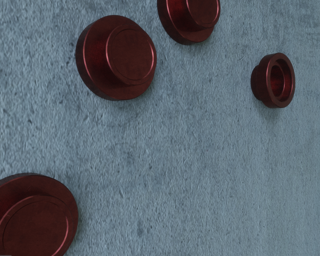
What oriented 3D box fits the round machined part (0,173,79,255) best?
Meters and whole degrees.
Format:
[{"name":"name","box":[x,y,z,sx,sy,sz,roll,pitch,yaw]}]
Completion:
[{"name":"round machined part","box":[-0.122,0.093,0.291,0.099,0.042,0.097,0,90,-40]}]

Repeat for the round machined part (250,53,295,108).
[{"name":"round machined part","box":[0.202,-0.084,0.562,0.099,0.042,0.097,0,90,-40]}]

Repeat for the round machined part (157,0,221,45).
[{"name":"round machined part","box":[0.047,-0.169,0.432,0.099,0.042,0.097,0,90,-40]}]

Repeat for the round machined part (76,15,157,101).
[{"name":"round machined part","box":[-0.042,-0.081,0.358,0.099,0.042,0.097,0,90,-40]}]
